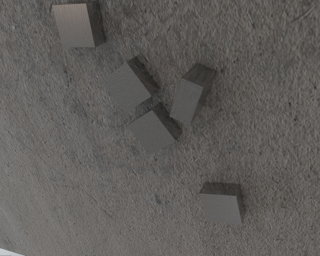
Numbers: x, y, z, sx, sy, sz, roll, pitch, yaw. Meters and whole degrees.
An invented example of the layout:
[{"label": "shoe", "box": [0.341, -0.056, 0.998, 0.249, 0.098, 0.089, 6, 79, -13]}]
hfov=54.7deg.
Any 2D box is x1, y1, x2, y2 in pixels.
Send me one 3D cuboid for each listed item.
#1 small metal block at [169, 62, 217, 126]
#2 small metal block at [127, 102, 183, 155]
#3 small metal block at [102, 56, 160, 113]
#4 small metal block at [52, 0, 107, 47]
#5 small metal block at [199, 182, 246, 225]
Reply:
[{"label": "small metal block", "box": [0.038, -0.039, 0.347, 0.025, 0.050, 0.050, 25, 128, 12]}, {"label": "small metal block", "box": [-0.007, 0.001, 0.411, 0.050, 0.025, 0.050, -30, 102, 38]}, {"label": "small metal block", "box": [-0.037, -0.054, 0.393, 0.050, 0.025, 0.050, -29, 103, 37]}, {"label": "small metal block", "box": [-0.098, -0.127, 0.380, 0.050, 0.025, 0.050, 7, 122, 24]}, {"label": "small metal block", "box": [0.087, 0.103, 0.425, 0.050, 0.025, 0.050, -2, 118, 29]}]
